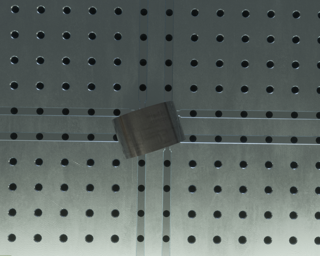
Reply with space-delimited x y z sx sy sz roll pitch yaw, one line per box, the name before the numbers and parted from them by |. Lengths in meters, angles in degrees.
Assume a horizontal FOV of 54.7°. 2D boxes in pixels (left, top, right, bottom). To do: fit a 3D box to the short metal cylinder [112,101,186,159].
short metal cylinder | -0.014 0.002 0.386 0.080 0.080 0.050 -18 90 0
